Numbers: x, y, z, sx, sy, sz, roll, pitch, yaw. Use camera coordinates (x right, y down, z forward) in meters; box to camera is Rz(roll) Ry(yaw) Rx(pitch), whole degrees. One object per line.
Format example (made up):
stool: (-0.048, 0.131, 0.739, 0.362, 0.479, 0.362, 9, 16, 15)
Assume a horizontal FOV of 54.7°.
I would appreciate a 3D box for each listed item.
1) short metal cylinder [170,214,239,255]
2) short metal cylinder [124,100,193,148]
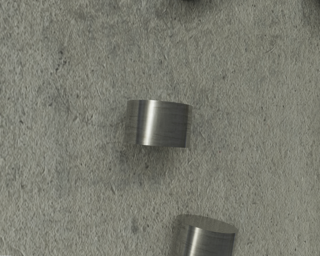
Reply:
short metal cylinder: (0.057, 0.148, 0.401, 0.081, 0.080, 0.050, 12, 86, -20)
short metal cylinder: (-0.002, -0.004, 0.379, 0.081, 0.080, 0.050, 5, 89, -20)
